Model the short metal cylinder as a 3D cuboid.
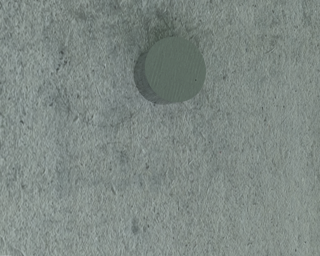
[{"bbox_3d":[0.012,-0.071,0.400,0.081,0.050,0.080,0,90,-20],"label":"short metal cylinder"}]
